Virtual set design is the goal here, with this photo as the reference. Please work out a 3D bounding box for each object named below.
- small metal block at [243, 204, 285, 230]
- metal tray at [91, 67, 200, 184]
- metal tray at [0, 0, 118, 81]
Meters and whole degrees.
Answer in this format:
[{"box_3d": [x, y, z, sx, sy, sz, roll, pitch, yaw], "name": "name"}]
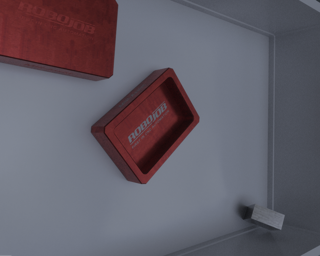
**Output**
[{"box_3d": [0.176, 0.153, 0.528, 0.050, 0.050, 0.025, 20, 72, 6], "name": "small metal block"}, {"box_3d": [-0.012, -0.005, 0.395, 0.131, 0.030, 0.090, -47, 118, -30], "name": "metal tray"}, {"box_3d": [-0.108, -0.104, 0.314, 0.131, 0.030, 0.089, 6, 86, -40], "name": "metal tray"}]
